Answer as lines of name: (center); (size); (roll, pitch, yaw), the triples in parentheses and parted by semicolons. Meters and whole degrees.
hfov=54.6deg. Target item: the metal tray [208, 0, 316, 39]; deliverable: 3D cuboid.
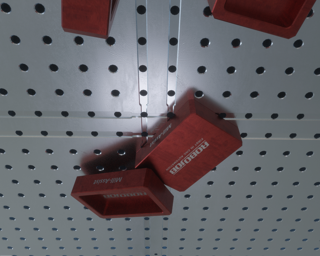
metal tray: (0.109, -0.154, 0.277); (0.091, 0.030, 0.129); (12, 129, -10)

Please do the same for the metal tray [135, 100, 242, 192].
metal tray: (0.037, 0.031, 0.434); (0.090, 0.030, 0.129); (30, 124, -23)

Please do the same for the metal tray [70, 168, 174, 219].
metal tray: (-0.056, 0.103, 0.470); (0.130, 0.030, 0.090); (-10, 137, 24)

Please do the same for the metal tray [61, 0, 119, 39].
metal tray: (-0.042, -0.135, 0.227); (0.030, 0.130, 0.089); (9, 130, -7)
